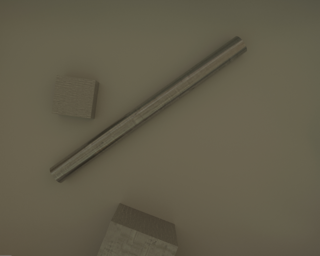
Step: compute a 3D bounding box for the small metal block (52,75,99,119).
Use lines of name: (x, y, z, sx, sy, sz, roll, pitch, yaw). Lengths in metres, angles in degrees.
small metal block: (-0.111, -0.040, 0.410, 0.050, 0.025, 0.050, 7, 90, -1)

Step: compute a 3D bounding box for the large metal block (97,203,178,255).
large metal block: (-0.026, 0.141, 0.384, 0.080, 0.080, 0.050, 21, 90, -1)

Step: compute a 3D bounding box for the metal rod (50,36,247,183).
metal rod: (-0.015, -0.025, 0.411, 0.301, 0.025, 0.025, -35, 90, -1)
